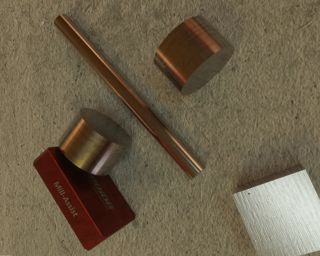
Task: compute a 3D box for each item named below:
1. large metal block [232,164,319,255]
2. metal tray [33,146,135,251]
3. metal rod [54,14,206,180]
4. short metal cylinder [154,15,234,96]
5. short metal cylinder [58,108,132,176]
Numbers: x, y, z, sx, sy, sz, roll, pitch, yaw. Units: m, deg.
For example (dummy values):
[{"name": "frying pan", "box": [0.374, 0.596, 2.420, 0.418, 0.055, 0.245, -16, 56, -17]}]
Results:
[{"name": "large metal block", "box": [0.137, 0.094, 0.347, 0.080, 0.050, 0.080, -24, 82, 18]}, {"name": "metal tray", "box": [-0.096, 0.083, 0.408, 0.030, 0.090, 0.130, -40, 78, 16]}, {"name": "metal rod", "box": [-0.049, -0.051, 0.426, 0.025, 0.025, 0.300, -45, 76, 14]}, {"name": "short metal cylinder", "box": [0.040, -0.084, 0.366, 0.080, 0.080, 0.050, -43, 77, 15]}, {"name": "short metal cylinder", "box": [-0.084, 0.017, 0.409, 0.080, 0.080, 0.050, 41, 103, 15]}]
